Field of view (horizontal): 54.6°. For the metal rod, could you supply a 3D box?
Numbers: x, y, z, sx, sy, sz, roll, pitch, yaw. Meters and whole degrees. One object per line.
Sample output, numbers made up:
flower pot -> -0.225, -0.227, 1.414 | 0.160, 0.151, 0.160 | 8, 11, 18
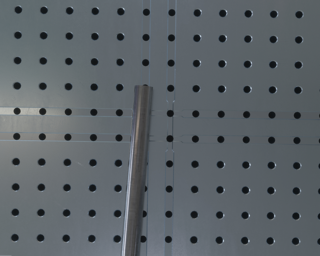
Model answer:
metal rod -> -0.034, 0.094, 0.413 | 0.025, 0.025, 0.298 | 5, 90, 0
